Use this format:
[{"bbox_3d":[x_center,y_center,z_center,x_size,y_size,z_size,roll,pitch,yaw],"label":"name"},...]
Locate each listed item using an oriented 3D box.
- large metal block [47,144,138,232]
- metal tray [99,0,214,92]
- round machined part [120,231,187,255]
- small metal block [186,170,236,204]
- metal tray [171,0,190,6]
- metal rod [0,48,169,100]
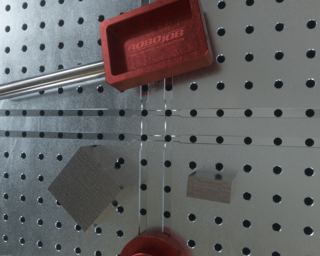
[{"bbox_3d":[-0.093,0.081,0.431,0.080,0.050,0.080,43,103,14],"label":"large metal block"},{"bbox_3d":[-0.007,-0.106,0.385,0.130,0.030,0.090,-14,74,18],"label":"metal tray"},{"bbox_3d":[-0.012,0.191,0.407,0.098,0.042,0.097,0,90,19],"label":"round machined part"},{"bbox_3d":[0.064,0.070,0.376,0.050,0.050,0.025,6,92,19],"label":"small metal block"},{"bbox_3d":[0.001,-0.232,0.408,0.130,0.030,0.090,34,101,16],"label":"metal tray"},{"bbox_3d":[-0.125,-0.078,0.455,0.301,0.025,0.025,-9,87,19],"label":"metal rod"}]
